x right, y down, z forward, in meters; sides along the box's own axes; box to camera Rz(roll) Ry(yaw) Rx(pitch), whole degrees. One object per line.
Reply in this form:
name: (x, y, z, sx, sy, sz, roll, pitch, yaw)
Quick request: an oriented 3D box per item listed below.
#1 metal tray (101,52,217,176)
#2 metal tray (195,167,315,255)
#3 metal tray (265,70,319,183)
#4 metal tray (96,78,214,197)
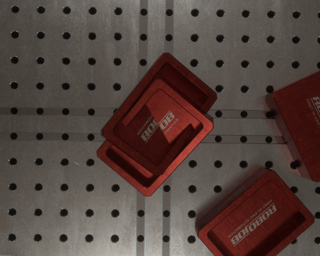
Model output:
metal tray: (0.000, -0.017, 0.391, 0.090, 0.030, 0.130, 39, 79, -10)
metal tray: (0.124, 0.127, 0.412, 0.130, 0.030, 0.090, -41, 91, -1)
metal tray: (0.212, -0.005, 0.414, 0.090, 0.030, 0.129, -25, 90, -1)
metal tray: (-0.007, 0.012, 0.394, 0.090, 0.030, 0.130, 40, 105, -1)
